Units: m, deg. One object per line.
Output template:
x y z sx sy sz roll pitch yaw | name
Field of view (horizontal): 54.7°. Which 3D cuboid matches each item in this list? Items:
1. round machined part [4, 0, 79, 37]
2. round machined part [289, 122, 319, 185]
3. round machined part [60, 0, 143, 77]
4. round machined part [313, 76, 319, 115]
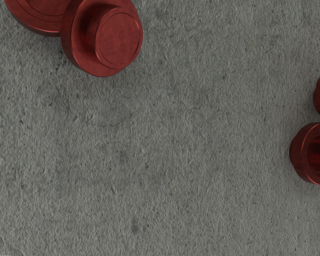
-0.125 -0.152 0.353 0.099 0.042 0.097 0 90 -20 | round machined part
0.246 0.039 0.491 0.099 0.042 0.097 0 90 -20 | round machined part
-0.058 -0.105 0.352 0.099 0.042 0.097 -29 132 -37 | round machined part
0.288 -0.046 0.497 0.099 0.042 0.098 7 71 -20 | round machined part
